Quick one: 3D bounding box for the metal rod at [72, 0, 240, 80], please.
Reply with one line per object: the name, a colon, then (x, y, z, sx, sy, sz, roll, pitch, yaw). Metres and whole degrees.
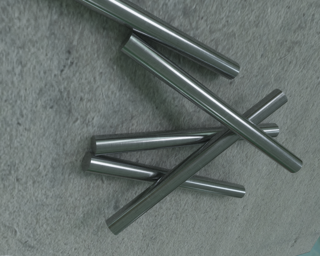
metal rod: (-0.021, -0.113, 0.326, 0.302, 0.025, 0.025, 17, 109, -35)

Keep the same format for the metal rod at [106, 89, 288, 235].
metal rod: (0.053, 0.045, 0.431, 0.301, 0.025, 0.025, -37, 130, -4)

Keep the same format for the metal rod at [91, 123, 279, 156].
metal rod: (0.054, 0.013, 0.445, 0.303, 0.025, 0.025, -4, 120, -27)

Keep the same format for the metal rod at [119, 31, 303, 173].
metal rod: (0.080, -0.019, 0.391, 0.301, 0.025, 0.025, 32, 100, -23)

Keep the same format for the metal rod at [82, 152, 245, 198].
metal rod: (0.026, 0.078, 0.471, 0.302, 0.025, 0.025, 17, 109, -35)
